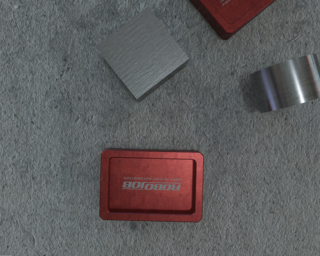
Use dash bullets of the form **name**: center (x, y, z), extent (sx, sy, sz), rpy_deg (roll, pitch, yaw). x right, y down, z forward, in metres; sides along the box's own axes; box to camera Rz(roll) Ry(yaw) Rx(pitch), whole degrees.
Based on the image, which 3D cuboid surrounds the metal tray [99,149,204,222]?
- **metal tray**: center (-0.011, 0.074, 0.407), extent (0.131, 0.030, 0.089), rpy_deg (2, 90, 0)

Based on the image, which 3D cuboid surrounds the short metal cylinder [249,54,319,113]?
- **short metal cylinder**: center (0.158, -0.054, 0.384), extent (0.080, 0.080, 0.050), rpy_deg (-16, 90, 0)

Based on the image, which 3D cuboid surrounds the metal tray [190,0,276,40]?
- **metal tray**: center (0.110, -0.192, 0.408), extent (0.130, 0.030, 0.090), rpy_deg (-39, 90, 0)

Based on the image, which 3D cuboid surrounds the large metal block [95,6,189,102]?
- **large metal block**: center (-0.021, -0.091, 0.397), extent (0.080, 0.050, 0.080), rpy_deg (-38, 90, 0)
